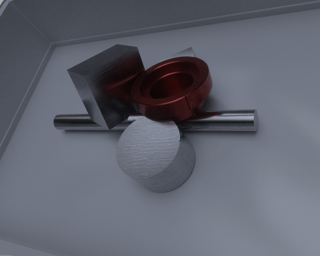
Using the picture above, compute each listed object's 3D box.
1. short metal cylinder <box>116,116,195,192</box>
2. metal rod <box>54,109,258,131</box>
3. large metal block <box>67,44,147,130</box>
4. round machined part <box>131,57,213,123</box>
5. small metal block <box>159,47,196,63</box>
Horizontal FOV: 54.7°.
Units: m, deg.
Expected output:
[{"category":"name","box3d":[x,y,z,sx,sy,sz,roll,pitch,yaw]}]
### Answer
[{"category":"short metal cylinder","box3d":[-0.004,0.030,0.369,0.080,0.050,0.080,-13,56,20]},{"category":"metal rod","box3d":[-0.025,-0.009,0.419,0.300,0.025,0.025,0,62,27]},{"category":"large metal block","box3d":[-0.063,-0.057,0.416,0.080,0.080,0.050,-36,36,-25]},{"category":"round machined part","box3d":[0.017,-0.044,0.385,0.098,0.042,0.098,-15,39,12]},{"category":"small metal block","box3d":[0.029,-0.080,0.437,0.050,0.025,0.050,-19,54,16]}]
